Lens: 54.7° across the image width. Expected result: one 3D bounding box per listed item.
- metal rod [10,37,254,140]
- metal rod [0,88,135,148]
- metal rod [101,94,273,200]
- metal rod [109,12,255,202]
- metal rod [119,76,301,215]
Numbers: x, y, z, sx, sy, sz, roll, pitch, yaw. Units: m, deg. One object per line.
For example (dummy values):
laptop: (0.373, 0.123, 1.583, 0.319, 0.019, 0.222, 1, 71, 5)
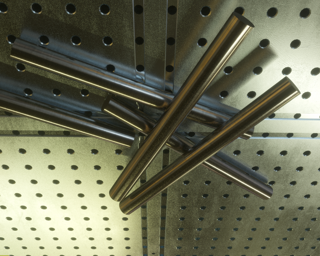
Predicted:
metal rod: (-0.019, -0.041, 0.376, 0.302, 0.025, 0.025, 18, 128, -16)
metal rod: (-0.176, -0.029, 0.383, 0.302, 0.025, 0.025, 18, 128, -16)
metal rod: (0.054, 0.037, 0.443, 0.301, 0.025, 0.025, 30, 124, -24)
metal rod: (0.007, -0.002, 0.375, 0.025, 0.025, 0.298, 22, 126, -18)
metal rod: (0.046, 0.038, 0.410, 0.025, 0.025, 0.299, 34, 122, -26)
